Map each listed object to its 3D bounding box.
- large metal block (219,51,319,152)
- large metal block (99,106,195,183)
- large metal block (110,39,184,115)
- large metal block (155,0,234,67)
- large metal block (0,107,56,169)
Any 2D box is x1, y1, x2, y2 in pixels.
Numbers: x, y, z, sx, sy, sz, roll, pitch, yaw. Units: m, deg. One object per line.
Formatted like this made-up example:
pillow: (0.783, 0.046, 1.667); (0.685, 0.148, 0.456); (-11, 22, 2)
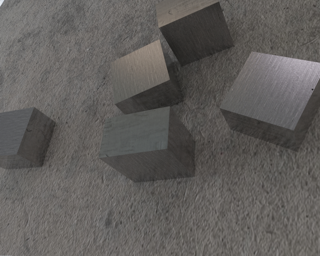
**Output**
large metal block: (0.126, -0.031, 0.341); (0.080, 0.050, 0.080); (22, 73, 36)
large metal block: (-0.011, 0.023, 0.360); (0.080, 0.080, 0.050); (-10, 58, 23)
large metal block: (-0.020, -0.066, 0.439); (0.080, 0.050, 0.080); (-22, 53, 15)
large metal block: (0.049, -0.142, 0.430); (0.080, 0.080, 0.050); (-19, 55, 17)
large metal block: (-0.225, 0.018, 0.495); (0.080, 0.050, 0.080); (-6, 59, 25)
